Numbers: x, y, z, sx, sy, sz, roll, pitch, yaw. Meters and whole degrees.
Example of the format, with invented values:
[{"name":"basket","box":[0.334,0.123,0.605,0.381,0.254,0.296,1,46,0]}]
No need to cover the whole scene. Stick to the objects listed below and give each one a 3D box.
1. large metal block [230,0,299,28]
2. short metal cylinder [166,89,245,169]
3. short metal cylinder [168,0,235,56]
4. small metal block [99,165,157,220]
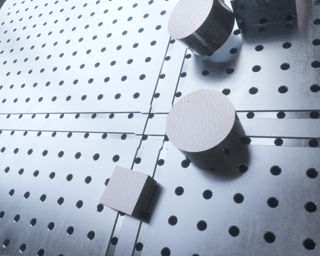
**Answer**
[{"name":"large metal block","box":[0.149,-0.193,0.432,0.080,0.050,0.080,2,62,29]},{"name":"short metal cylinder","box":[0.054,0.002,0.363,0.080,0.050,0.080,-13,56,21]},{"name":"short metal cylinder","box":[0.057,-0.150,0.438,0.080,0.050,0.080,-23,55,39]},{"name":"small metal block","box":[-0.039,0.079,0.380,0.050,0.025,0.050,11,67,32]}]
